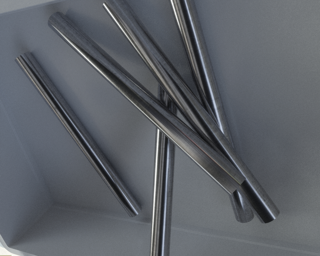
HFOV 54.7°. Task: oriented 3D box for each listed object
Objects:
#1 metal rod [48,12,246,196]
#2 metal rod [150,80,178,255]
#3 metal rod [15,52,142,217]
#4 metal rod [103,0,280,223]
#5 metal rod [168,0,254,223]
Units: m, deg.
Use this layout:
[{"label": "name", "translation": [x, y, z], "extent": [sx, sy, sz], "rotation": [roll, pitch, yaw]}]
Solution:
[{"label": "metal rod", "translation": [-0.026, -0.038, 0.358], "extent": [0.300, 0.025, 0.025], "rotation": [43, 130, 14]}, {"label": "metal rod", "translation": [0.003, 0.091, 0.382], "extent": [0.025, 0.025, 0.298], "rotation": [5, 95, 26]}, {"label": "metal rod", "translation": [-0.120, 0.018, 0.482], "extent": [0.025, 0.025, 0.299], "rotation": [-23, 106, 36]}, {"label": "metal rod", "translation": [0.036, -0.020, 0.347], "extent": [0.025, 0.025, 0.299], "rotation": [-35, 93, 38]}, {"label": "metal rod", "translation": [0.067, -0.010, 0.367], "extent": [0.025, 0.025, 0.299], "rotation": [-7, 115, 31]}]
